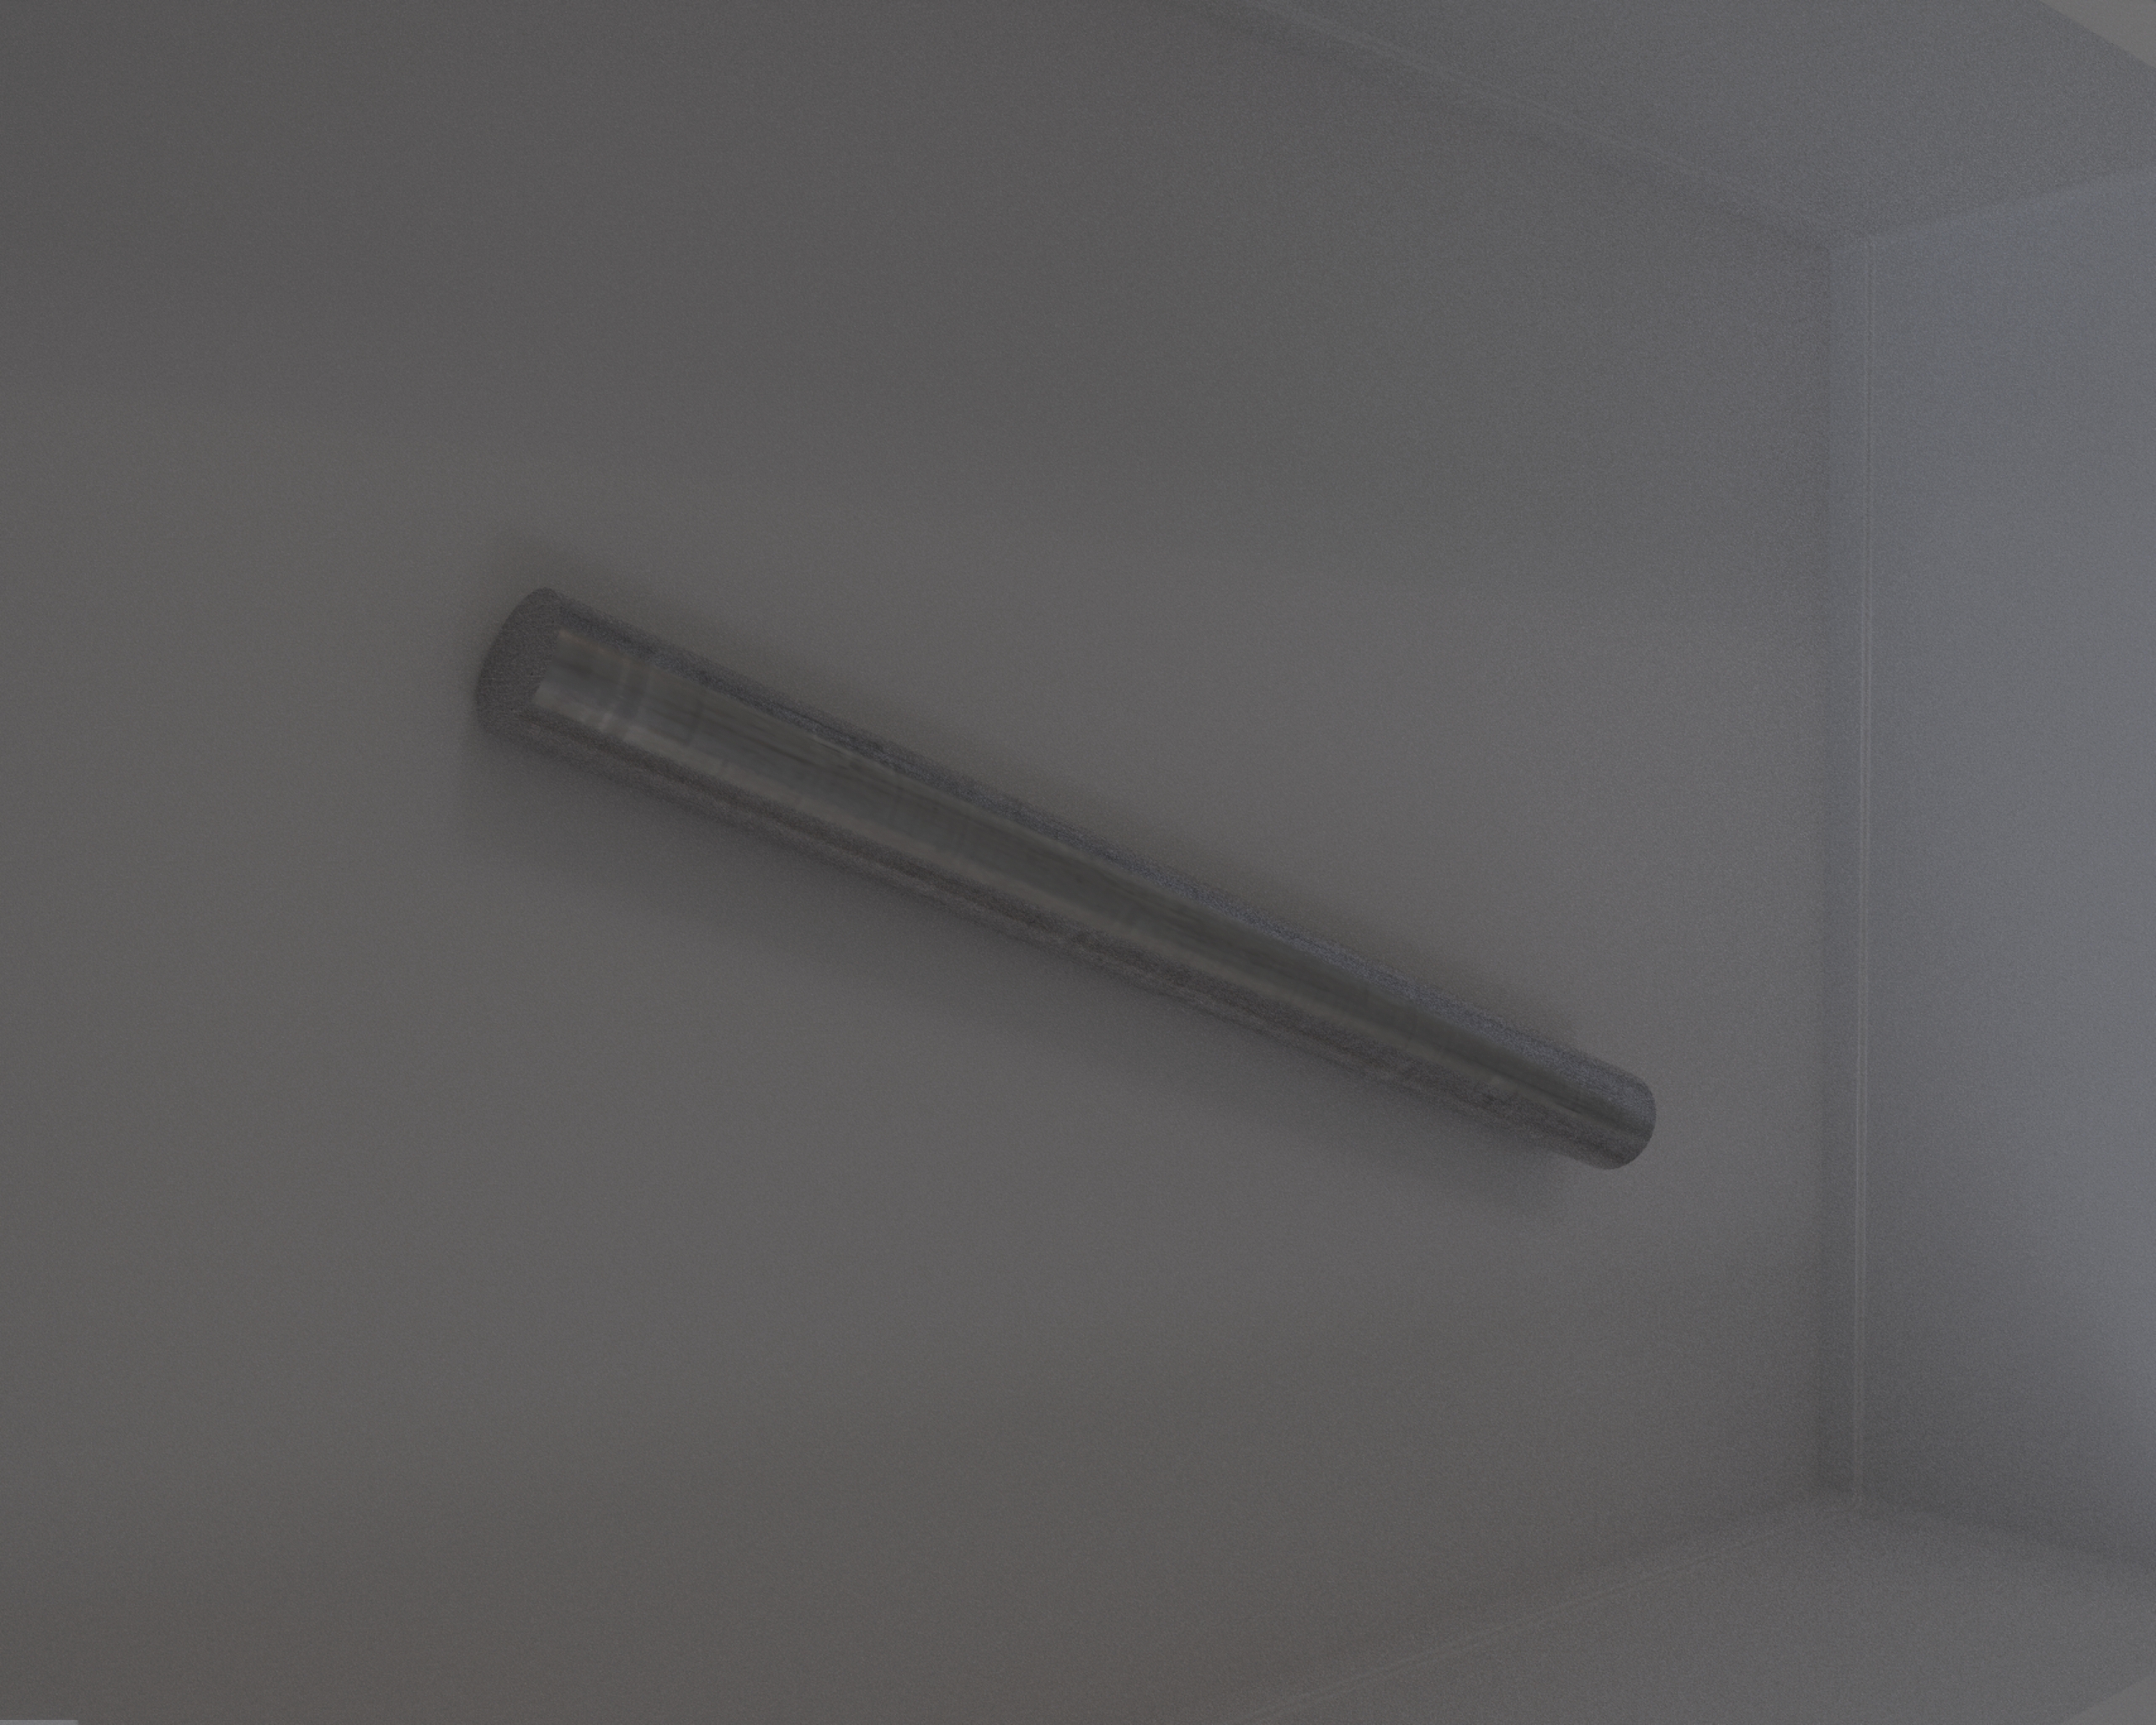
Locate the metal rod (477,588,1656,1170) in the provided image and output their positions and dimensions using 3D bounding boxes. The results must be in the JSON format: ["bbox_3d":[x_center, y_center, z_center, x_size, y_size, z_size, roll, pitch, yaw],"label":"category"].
[{"bbox_3d":[0.021,0.016,0.421,0.302,0.025,0.025,23,75,-37],"label":"metal rod"}]
